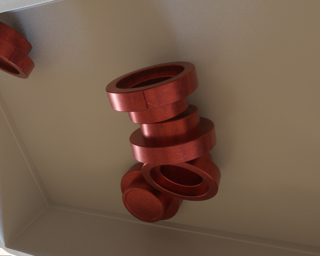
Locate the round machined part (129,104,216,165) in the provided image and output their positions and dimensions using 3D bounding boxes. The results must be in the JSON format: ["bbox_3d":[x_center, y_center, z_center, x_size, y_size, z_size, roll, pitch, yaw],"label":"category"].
[{"bbox_3d":[0.013,0.002,0.356,0.098,0.099,0.042,-1,110,28],"label":"round machined part"}]

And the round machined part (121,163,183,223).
[{"bbox_3d":[-0.018,0.104,0.470,0.098,0.042,0.097,13,124,20],"label":"round machined part"}]

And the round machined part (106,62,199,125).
[{"bbox_3d":[-0.006,-0.037,0.340,0.098,0.098,0.042,-2,116,29],"label":"round machined part"}]

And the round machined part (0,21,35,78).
[{"bbox_3d":[-0.216,-0.111,0.419,0.098,0.042,0.098,23,167,6],"label":"round machined part"}]

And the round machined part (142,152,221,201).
[{"bbox_3d":[0.030,0.051,0.399,0.098,0.042,0.097,14,144,10],"label":"round machined part"}]
